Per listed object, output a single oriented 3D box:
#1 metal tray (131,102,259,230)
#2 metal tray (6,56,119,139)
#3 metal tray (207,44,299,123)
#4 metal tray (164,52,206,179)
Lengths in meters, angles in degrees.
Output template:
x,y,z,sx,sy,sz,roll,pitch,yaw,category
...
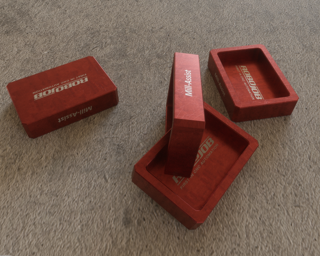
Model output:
x,y,z,sx,sy,sz,roll,pitch,yaw,category
0.042,0.037,0.355,0.090,0.030,0.131,38,59,12,metal tray
-0.136,-0.048,0.439,0.131,0.030,0.090,-25,54,-20,metal tray
0.132,-0.071,0.459,0.091,0.030,0.130,-8,50,-7,metal tray
0.026,-0.017,0.365,0.030,0.089,0.130,6,44,-3,metal tray
